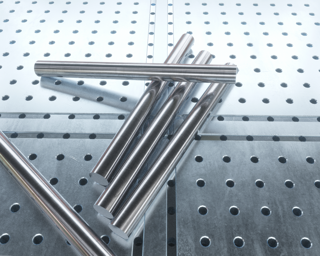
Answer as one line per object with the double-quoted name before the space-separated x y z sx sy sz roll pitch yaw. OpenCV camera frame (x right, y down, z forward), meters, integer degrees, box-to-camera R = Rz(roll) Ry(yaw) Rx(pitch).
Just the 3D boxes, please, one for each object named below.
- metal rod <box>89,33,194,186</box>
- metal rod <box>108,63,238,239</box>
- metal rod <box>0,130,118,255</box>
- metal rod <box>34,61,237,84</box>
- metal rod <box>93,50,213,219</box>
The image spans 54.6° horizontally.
"metal rod" -0.011 -0.047 0.446 0.025 0.025 0.301 18 52 15
"metal rod" 0.034 0.007 0.401 0.025 0.025 0.301 24 54 19
"metal rod" -0.125 0.077 0.342 0.300 0.025 0.025 36 59 26
"metal rod" -0.044 -0.082 0.450 0.301 0.025 0.025 4 50 14
"metal rod" 0.006 -0.013 0.418 0.025 0.025 0.301 21 53 17
